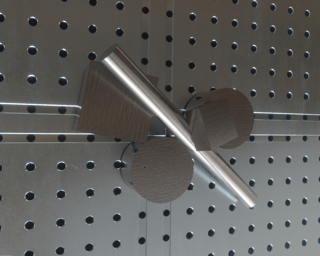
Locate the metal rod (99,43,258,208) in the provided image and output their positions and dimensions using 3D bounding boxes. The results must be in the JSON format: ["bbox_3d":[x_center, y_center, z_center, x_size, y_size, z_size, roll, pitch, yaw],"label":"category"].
[{"bbox_3d":[0.041,0.015,0.387,0.300,0.025,0.025,45,76,-29],"label":"metal rod"}]

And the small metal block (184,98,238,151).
[{"bbox_3d":[0.062,-0.004,0.371,0.050,0.025,0.050,-22,98,-37],"label":"small metal block"}]

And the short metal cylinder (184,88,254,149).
[{"bbox_3d":[0.080,-0.013,0.425,0.081,0.050,0.079,0,90,-20],"label":"short metal cylinder"}]

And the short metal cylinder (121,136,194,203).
[{"bbox_3d":[-0.005,0.050,0.394,0.081,0.050,0.079,0,90,-20],"label":"short metal cylinder"}]

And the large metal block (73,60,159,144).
[{"bbox_3d":[-0.054,-0.028,0.374,0.081,0.050,0.080,12,86,-20],"label":"large metal block"}]
